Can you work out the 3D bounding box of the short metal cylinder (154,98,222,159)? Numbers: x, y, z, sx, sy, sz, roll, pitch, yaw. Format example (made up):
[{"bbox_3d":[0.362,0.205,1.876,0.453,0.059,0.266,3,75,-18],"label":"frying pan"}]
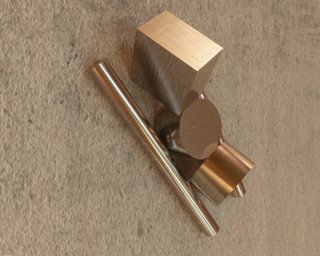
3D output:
[{"bbox_3d":[0.039,0.001,0.422,0.081,0.050,0.080,0,90,-40],"label":"short metal cylinder"}]

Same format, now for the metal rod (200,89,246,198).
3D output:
[{"bbox_3d":[0.069,-0.018,0.463,0.025,0.025,0.299,-40,114,-33],"label":"metal rod"}]

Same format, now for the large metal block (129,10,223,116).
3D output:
[{"bbox_3d":[0.015,-0.074,0.362,0.080,0.080,0.050,38,58,13],"label":"large metal block"}]

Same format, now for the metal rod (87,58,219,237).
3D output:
[{"bbox_3d":[0.004,0.042,0.408,0.025,0.025,0.299,-48,119,-29],"label":"metal rod"}]

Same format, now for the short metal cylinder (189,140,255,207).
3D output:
[{"bbox_3d":[0.087,0.064,0.435,0.050,0.080,0.080,41,55,15],"label":"short metal cylinder"}]
